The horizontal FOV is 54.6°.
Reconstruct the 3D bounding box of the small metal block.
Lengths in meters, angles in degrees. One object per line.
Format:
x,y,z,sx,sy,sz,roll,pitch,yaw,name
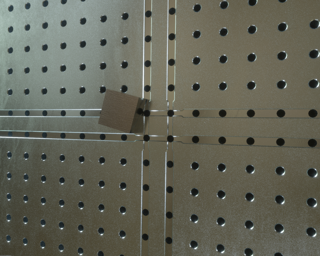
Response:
-0.053,-0.023,0.432,0.050,0.025,0.050,17,96,19,small metal block
